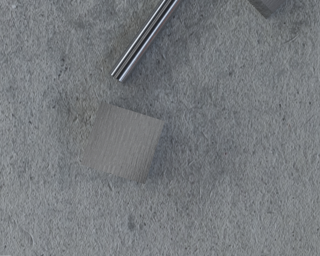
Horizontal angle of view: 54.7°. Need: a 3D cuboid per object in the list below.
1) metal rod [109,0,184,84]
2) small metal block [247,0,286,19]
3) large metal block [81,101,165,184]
[{"bbox_3d":[0.029,-0.187,0.410,0.025,0.025,0.299,35,90,-1],"label":"metal rod"},{"bbox_3d":[0.146,-0.184,0.412,0.050,0.025,0.050,-45,91,0],"label":"small metal block"},{"bbox_3d":[-0.045,0.018,0.397,0.080,0.050,0.080,18,90,-1],"label":"large metal block"}]
